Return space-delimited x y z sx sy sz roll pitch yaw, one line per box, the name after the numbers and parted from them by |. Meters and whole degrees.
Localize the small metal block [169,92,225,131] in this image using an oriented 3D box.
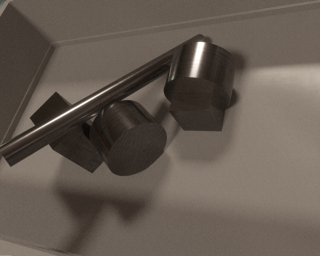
0.046 -0.019 0.376 0.050 0.050 0.025 1 63 28 | small metal block

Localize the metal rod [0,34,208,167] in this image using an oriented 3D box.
-0.051 -0.047 0.387 0.302 0.025 0.025 -35 47 -26 | metal rod

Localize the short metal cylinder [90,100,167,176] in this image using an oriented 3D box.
-0.039 0.012 0.382 0.080 0.080 0.050 -42 51 -1 | short metal cylinder

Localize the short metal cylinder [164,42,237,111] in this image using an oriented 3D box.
0.050 -0.059 0.380 0.080 0.080 0.050 1 62 28 | short metal cylinder

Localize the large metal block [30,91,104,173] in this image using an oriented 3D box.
-0.118 0.007 0.426 0.050 0.080 0.080 -47 52 -5 | large metal block
